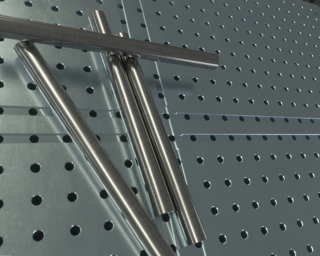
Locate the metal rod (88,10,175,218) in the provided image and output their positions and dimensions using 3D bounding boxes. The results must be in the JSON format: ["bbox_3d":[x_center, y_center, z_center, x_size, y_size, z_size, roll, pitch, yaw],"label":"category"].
[{"bbox_3d":[-0.044,-0.033,0.404,0.025,0.025,0.299,-7,65,-31],"label":"metal rod"}]

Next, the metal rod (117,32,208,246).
[{"bbox_3d":[-0.008,-0.001,0.404,0.025,0.025,0.299,-8,66,-31],"label":"metal rod"}]

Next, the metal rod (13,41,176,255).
[{"bbox_3d":[-0.080,0.020,0.352,0.025,0.025,0.299,-28,77,-37],"label":"metal rod"}]

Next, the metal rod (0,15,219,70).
[{"bbox_3d":[-0.051,-0.109,0.412,0.302,0.025,0.025,3,61,-27],"label":"metal rod"}]
